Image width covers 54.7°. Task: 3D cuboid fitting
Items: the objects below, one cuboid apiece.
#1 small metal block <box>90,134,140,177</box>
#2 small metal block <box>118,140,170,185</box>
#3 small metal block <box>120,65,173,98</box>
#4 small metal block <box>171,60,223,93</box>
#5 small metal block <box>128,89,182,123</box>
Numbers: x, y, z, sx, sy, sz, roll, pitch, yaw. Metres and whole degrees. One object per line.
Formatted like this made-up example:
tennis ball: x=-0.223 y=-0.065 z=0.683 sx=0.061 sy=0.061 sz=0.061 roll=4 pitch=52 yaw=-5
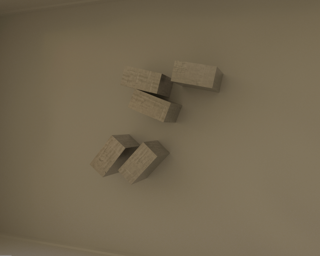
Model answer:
small metal block: x=-0.059 y=0.036 z=0.417 sx=0.025 sy=0.050 sz=0.050 roll=42 pitch=103 yaw=15
small metal block: x=-0.020 y=0.044 z=0.403 sx=0.025 sy=0.050 sz=0.050 roll=45 pitch=104 yaw=14
small metal block: x=-0.015 y=-0.059 z=0.402 sx=0.050 sy=0.050 sz=0.025 roll=16 pitch=95 yaw=19
small metal block: x=0.047 y=-0.062 z=0.380 sx=0.050 sy=0.050 sz=0.025 roll=13 pitch=95 yaw=19
small metal block: x=-0.005 y=-0.028 z=0.398 sx=0.050 sy=0.050 sz=0.025 roll=23 pitch=98 yaw=18
